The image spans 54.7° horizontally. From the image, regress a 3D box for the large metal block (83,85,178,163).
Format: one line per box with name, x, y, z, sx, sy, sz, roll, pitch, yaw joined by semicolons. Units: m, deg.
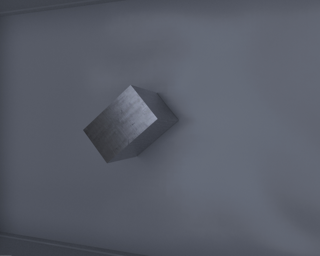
large metal block;-0.033;-0.004;0.389;0.080;0.080;0.050;-41;77;15
